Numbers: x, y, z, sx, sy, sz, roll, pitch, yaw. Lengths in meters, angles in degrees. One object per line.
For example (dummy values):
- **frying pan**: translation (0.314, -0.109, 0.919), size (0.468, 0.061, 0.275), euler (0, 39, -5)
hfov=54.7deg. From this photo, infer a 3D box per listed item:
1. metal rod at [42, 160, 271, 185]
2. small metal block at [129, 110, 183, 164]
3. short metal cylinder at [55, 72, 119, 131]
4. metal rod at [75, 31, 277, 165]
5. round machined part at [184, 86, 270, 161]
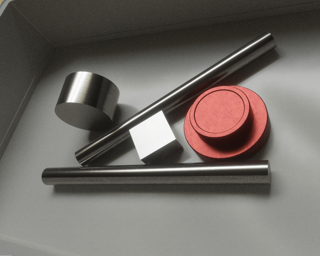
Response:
- **metal rod**: translation (-0.024, 0.057, 0.380), size (0.301, 0.025, 0.025), euler (-5, 60, 25)
- **small metal block**: translation (-0.006, 0.014, 0.396), size (0.050, 0.025, 0.050), euler (-31, 52, 8)
- **short metal cylinder**: translation (-0.103, -0.036, 0.443), size (0.080, 0.080, 0.050), euler (-5, 60, 25)
- **metal rod**: translation (0.016, -0.035, 0.416), size (0.300, 0.025, 0.025), euler (-32, 52, 7)
- **round machined part**: translation (0.073, -0.010, 0.358), size (0.098, 0.042, 0.098), euler (-13, 56, 20)
